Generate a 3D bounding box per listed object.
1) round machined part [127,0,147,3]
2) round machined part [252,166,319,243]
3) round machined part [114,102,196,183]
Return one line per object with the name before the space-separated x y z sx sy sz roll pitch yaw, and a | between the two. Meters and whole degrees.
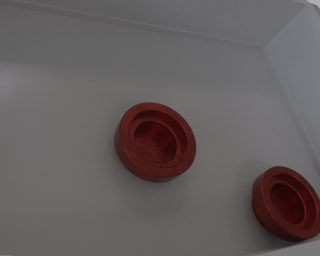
round machined part | -0.043 -0.254 0.529 0.099 0.042 0.098 14 56 -21
round machined part | 0.165 0.104 0.417 0.099 0.042 0.098 14 52 -18
round machined part | -0.009 0.021 0.377 0.099 0.042 0.098 14 56 -21
